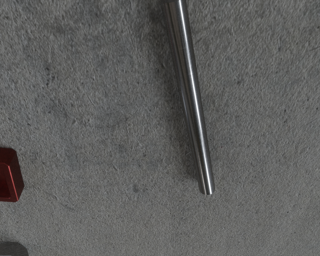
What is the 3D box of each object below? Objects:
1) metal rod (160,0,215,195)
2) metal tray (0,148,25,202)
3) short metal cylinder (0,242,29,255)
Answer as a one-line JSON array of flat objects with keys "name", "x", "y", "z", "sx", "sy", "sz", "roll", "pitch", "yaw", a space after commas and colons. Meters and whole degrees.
[{"name": "metal rod", "x": 0.043, "y": -0.015, "z": 0.394, "sx": 0.025, "sy": 0.025, "sz": 0.298, "roll": -10, "pitch": 130, "yaw": 7}, {"name": "metal tray", "x": -0.278, "y": 0.067, "z": 0.456, "sx": 0.131, "sy": 0.030, "sz": 0.089, "roll": 5, "pitch": 130, "yaw": -5}, {"name": "short metal cylinder", "x": -0.294, "y": 0.269, "z": 0.596, "sx": 0.081, "sy": 0.080, "sz": 0.050, "roll": 7, "pitch": 130, "yaw": -7}]
